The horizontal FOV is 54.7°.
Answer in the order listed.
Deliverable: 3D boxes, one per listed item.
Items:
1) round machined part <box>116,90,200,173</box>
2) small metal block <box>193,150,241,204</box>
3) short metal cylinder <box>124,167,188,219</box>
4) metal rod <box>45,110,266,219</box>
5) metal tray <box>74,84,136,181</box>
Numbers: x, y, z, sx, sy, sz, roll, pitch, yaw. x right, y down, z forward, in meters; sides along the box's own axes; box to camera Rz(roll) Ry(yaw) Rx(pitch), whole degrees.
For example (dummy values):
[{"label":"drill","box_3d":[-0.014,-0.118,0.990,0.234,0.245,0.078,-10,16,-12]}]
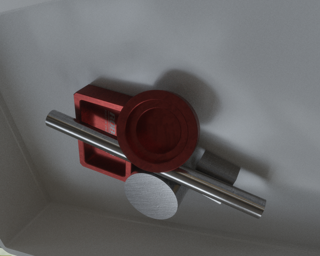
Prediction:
[{"label":"round machined part","box_3d":[0.000,0.002,0.380,0.098,0.042,0.097,2,97,14]},{"label":"small metal block","box_3d":[0.070,0.065,0.409,0.050,0.025,0.050,28,128,10]},{"label":"short metal cylinder","box_3d":[-0.003,0.082,0.440,0.080,0.050,0.079,13,124,20]},{"label":"metal rod","box_3d":[-0.014,0.042,0.401,0.301,0.025,0.025,22,127,11]},{"label":"metal tray","box_3d":[-0.073,0.010,0.445,0.090,0.030,0.129,17,125,18]}]
